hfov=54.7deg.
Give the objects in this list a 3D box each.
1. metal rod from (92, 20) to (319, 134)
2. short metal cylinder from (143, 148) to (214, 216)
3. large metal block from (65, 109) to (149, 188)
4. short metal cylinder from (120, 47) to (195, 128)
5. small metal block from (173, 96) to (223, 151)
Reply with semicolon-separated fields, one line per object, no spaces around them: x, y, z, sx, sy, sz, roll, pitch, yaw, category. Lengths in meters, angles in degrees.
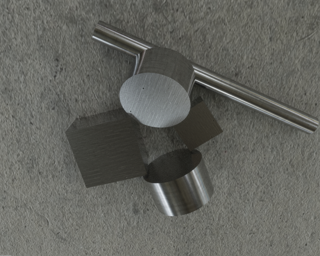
0.063;-0.059;0.388;0.302;0.025;0.025;22;109;-8;metal rod
0.024;0.069;0.406;0.080;0.080;0.050;-20;109;7;short metal cylinder
-0.065;0.024;0.404;0.080;0.050;0.080;-13;110;4;large metal block
-0.001;-0.046;0.363;0.080;0.050;0.080;7;136;7;short metal cylinder
0.047;-0.006;0.408;0.050;0.025;0.050;-32;107;11;small metal block
